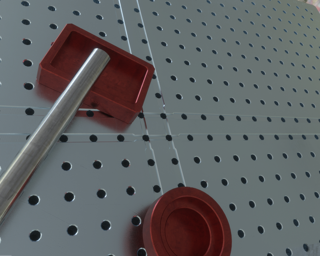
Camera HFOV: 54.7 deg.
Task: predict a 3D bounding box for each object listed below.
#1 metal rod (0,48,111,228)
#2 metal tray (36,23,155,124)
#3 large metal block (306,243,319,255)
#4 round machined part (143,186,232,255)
[{"bbox_3d":[-0.126,0.030,0.300,0.025,0.025,0.300,31,59,-9],"label":"metal rod"},{"bbox_3d":[-0.079,-0.072,0.407,0.131,0.030,0.090,25,53,-13],"label":"metal tray"},{"bbox_3d":[0.239,0.203,0.400,0.080,0.050,0.080,30,52,-9],"label":"large metal block"},{"bbox_3d":[0.026,0.118,0.341,0.099,0.042,0.098,14,56,-21],"label":"round machined part"}]
